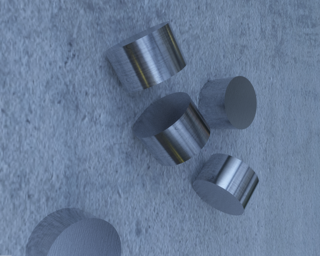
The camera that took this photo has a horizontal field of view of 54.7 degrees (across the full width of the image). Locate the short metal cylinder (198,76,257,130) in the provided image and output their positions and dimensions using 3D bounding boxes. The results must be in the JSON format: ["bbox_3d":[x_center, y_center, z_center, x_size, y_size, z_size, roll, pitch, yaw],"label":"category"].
[{"bbox_3d":[0.105,-0.038,0.479,0.081,0.050,0.079,0,90,-40],"label":"short metal cylinder"}]

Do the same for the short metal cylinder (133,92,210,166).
[{"bbox_3d":[0.015,0.001,0.383,0.080,0.080,0.050,-52,121,-27],"label":"short metal cylinder"}]

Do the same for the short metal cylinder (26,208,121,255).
[{"bbox_3d":[-0.087,0.127,0.317,0.081,0.050,0.079,0,90,-40],"label":"short metal cylinder"}]

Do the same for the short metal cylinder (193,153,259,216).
[{"bbox_3d":[0.095,0.082,0.452,0.050,0.080,0.080,-52,121,-27],"label":"short metal cylinder"}]

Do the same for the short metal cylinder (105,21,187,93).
[{"bbox_3d":[-0.016,-0.082,0.357,0.080,0.080,0.050,-40,115,-33],"label":"short metal cylinder"}]
